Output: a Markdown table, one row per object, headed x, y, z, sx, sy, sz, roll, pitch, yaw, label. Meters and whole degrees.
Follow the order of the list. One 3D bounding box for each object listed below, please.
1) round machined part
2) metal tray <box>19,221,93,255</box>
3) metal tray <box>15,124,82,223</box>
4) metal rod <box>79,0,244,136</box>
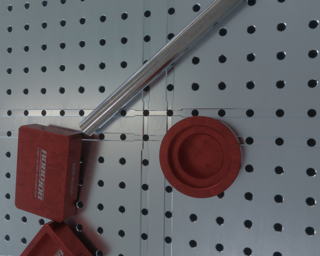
| x | y | z | sx | sy | sz | roll | pitch | yaw | label |
| --- | --- | --- | --- | --- | --- | --- | --- | --- | --- |
| 0.052 | 0.034 | 0.385 | 0.098 | 0.042 | 0.097 | 0 | 90 | 19 | round machined part |
| -0.166 | 0.211 | 0.463 | 0.090 | 0.030 | 0.130 | 44 | 107 | 14 | metal tray |
| -0.167 | 0.065 | 0.461 | 0.090 | 0.030 | 0.129 | 11 | 101 | 19 | metal tray |
| 0.003 | -0.091 | 0.411 | 0.300 | 0.025 | 0.025 | -40 | 78 | 15 | metal rod |
